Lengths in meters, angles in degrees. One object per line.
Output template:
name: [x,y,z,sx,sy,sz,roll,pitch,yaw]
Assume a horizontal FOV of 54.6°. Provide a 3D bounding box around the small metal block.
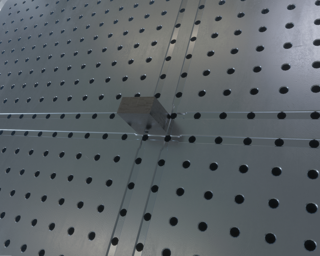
small metal block: [-0.021,-0.018,0.415,0.050,0.050,0.025,2,63,29]
